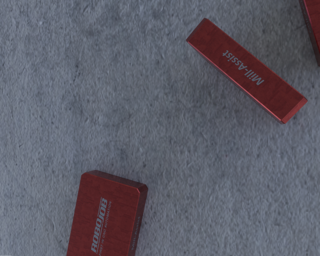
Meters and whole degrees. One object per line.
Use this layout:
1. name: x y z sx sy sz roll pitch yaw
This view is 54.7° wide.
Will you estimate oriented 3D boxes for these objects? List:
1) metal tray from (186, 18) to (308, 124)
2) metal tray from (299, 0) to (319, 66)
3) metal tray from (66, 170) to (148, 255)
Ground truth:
1. metal tray: 0.095 -0.058 0.340 0.130 0.090 0.030 44 104 14
2. metal tray: 0.205 -0.141 0.335 0.090 0.030 0.129 -15 85 19
3. metal tray: -0.074 0.133 0.431 0.090 0.030 0.129 13 94 19
